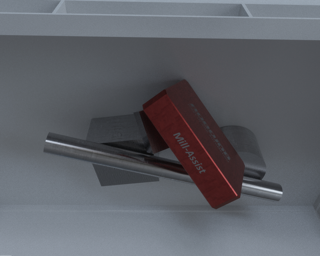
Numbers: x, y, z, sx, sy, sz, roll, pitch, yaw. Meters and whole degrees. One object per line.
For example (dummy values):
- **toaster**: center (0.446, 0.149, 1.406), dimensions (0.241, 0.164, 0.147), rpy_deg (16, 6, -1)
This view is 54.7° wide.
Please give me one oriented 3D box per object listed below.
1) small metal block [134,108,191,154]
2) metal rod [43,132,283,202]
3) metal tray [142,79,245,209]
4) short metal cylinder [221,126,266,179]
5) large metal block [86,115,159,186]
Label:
- **small metal block**: center (0.003, -0.003, 0.361), dimensions (0.050, 0.025, 0.050), rpy_deg (-20, 97, -18)
- **metal rod**: center (0.014, 0.052, 0.385), dimensions (0.302, 0.025, 0.025), rpy_deg (14, 129, -12)
- **metal tray**: center (0.043, 0.012, 0.343), dimensions (0.030, 0.090, 0.130), rpy_deg (-34, 93, 24)
- **short metal cylinder**: center (0.100, 0.044, 0.430), dimensions (0.081, 0.050, 0.079), rpy_deg (0, 130, 0)
- **large metal block**: center (-0.046, 0.030, 0.416), dimensions (0.080, 0.050, 0.080), rpy_deg (-6, 130, 4)
